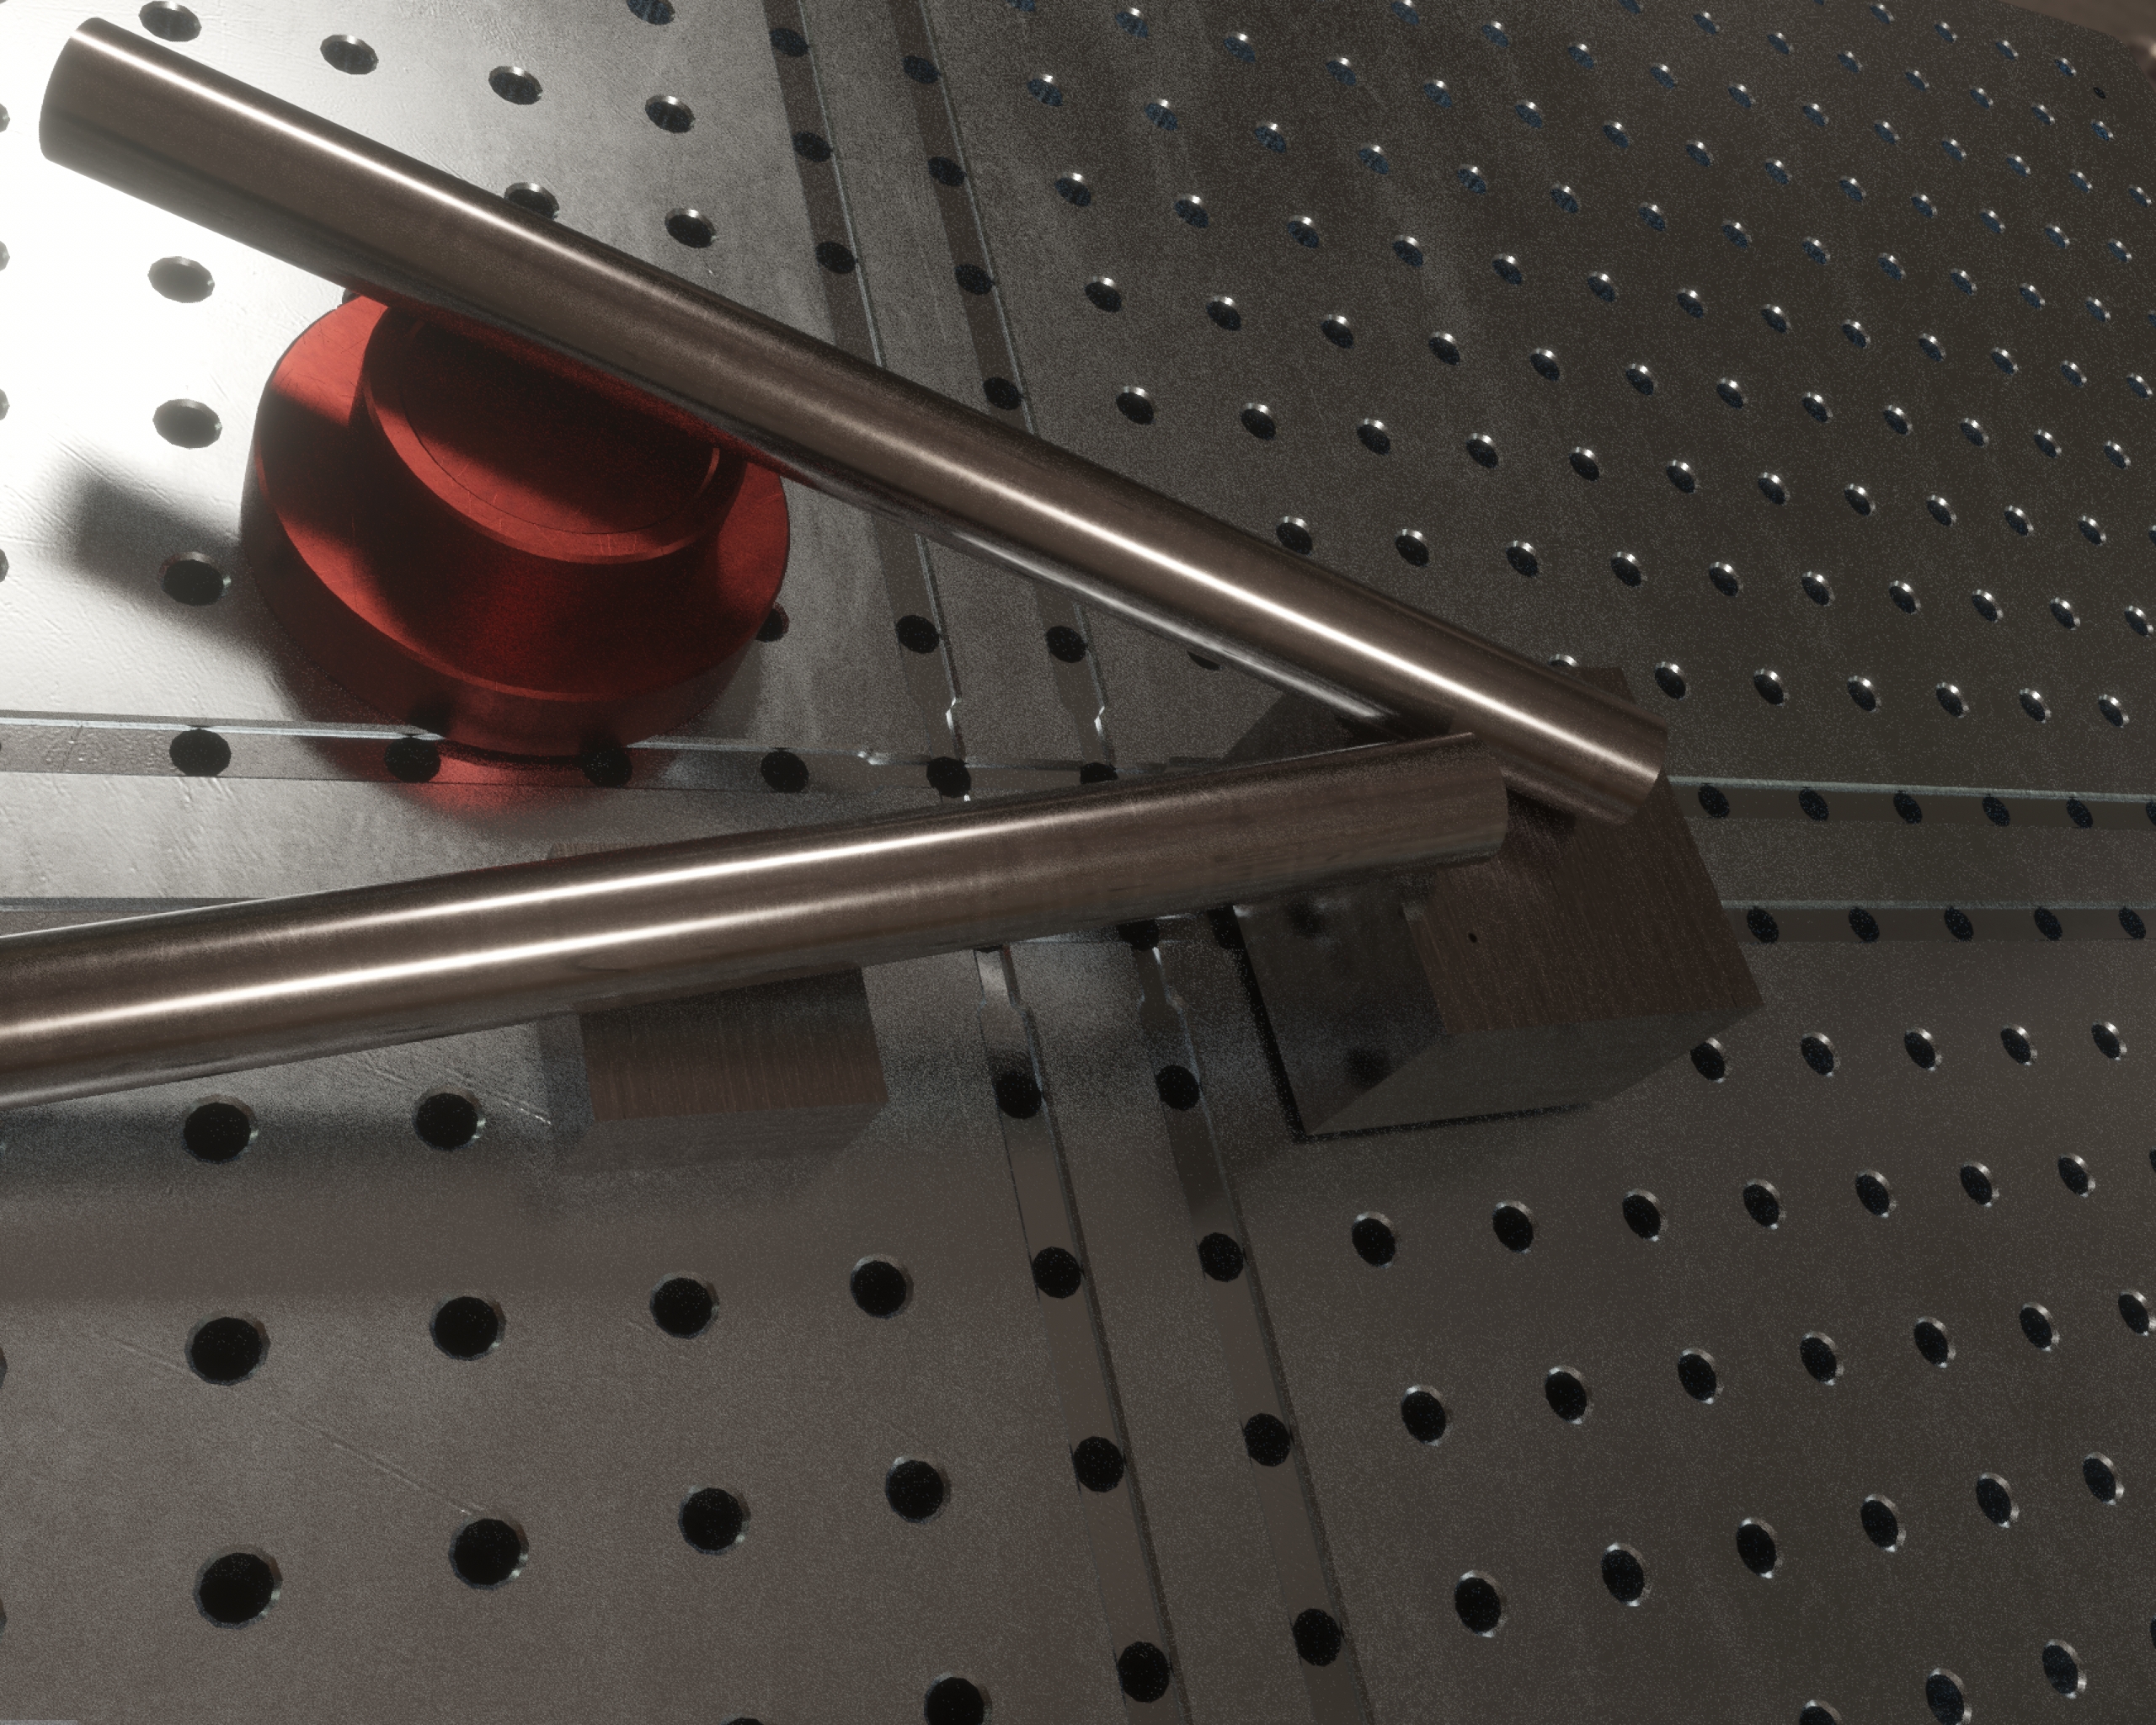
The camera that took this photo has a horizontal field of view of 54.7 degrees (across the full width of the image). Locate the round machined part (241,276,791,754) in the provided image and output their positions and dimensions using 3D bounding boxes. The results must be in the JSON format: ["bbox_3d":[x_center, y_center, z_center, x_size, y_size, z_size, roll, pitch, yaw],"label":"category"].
[{"bbox_3d":[-0.100,-0.072,0.388,0.099,0.042,0.098,14,56,-21],"label":"round machined part"}]

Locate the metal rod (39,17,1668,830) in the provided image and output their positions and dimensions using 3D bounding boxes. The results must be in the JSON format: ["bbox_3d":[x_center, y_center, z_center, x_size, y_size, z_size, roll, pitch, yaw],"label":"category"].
[{"bbox_3d":[-0.029,-0.073,0.376,0.302,0.025,0.025,22,53,-12],"label":"metal rod"}]

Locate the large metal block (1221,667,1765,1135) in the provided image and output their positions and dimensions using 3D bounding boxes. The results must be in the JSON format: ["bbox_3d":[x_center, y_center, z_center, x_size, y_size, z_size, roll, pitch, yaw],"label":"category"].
[{"bbox_3d":[0.081,0.006,0.430,0.081,0.050,0.080,-2,63,-30],"label":"large metal block"}]

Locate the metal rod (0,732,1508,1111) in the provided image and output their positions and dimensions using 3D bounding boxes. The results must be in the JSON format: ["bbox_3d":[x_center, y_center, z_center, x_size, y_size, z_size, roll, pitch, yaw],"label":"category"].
[{"bbox_3d":[-0.067,0.010,0.332,0.303,0.025,0.025,-9,66,-21],"label":"metal rod"}]

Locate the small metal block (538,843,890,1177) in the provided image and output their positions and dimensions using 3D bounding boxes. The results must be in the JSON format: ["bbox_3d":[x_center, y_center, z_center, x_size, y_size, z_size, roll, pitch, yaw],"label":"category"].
[{"bbox_3d":[-0.065,0.024,0.360,0.050,0.025,0.050,0,62,-29],"label":"small metal block"}]
